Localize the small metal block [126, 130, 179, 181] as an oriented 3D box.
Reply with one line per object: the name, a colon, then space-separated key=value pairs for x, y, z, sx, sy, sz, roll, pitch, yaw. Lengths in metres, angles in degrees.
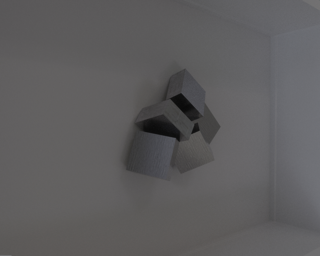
small metal block: x=-0.008 y=0.034 z=0.380 sx=0.025 sy=0.050 sz=0.050 roll=49 pitch=53 yaw=-71

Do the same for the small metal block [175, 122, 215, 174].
small metal block: x=0.040 y=0.028 z=0.421 sx=0.050 sy=0.050 sz=0.025 roll=61 pitch=13 yaw=-23

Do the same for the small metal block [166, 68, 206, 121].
small metal block: x=0.037 y=-0.044 z=0.426 sx=0.050 sy=0.025 sz=0.050 roll=43 pitch=41 yaw=-31

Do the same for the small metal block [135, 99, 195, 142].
small metal block: x=0.006 y=-0.005 z=0.391 sx=0.050 sy=0.050 sz=0.025 roll=44 pitch=51 yaw=-28

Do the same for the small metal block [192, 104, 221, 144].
small metal block: x=0.056 y=-0.002 z=0.454 sx=0.050 sy=0.025 sz=0.050 roll=52 pitch=60 yaw=-28
